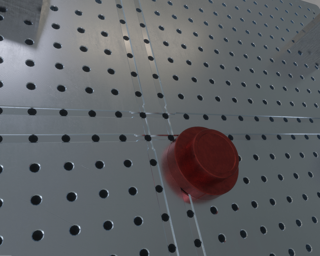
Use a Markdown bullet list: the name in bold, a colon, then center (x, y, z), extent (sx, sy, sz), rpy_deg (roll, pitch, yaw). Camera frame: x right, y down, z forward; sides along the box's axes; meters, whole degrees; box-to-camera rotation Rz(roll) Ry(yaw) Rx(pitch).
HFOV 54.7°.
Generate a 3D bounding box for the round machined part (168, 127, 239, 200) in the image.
- **round machined part**: center (0.063, 0.040, 0.406), extent (0.099, 0.042, 0.098), rpy_deg (14, 56, -21)

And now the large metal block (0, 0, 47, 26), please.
- **large metal block**: center (-0.190, -0.194, 0.408), extent (0.081, 0.050, 0.080), rpy_deg (15, 56, -20)

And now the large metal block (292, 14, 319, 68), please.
- **large metal block**: center (0.356, -0.195, 0.683), extent (0.080, 0.080, 0.050), rpy_deg (36, 51, -4)
